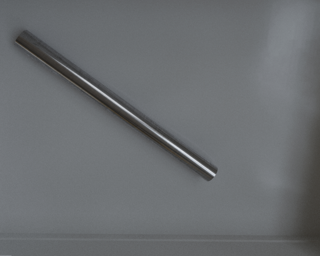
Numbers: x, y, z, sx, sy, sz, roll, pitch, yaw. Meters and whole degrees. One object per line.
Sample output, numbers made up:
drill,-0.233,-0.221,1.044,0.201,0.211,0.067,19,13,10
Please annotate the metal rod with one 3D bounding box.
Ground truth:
metal rod,-0.047,-0.021,0.402,0.301,0.025,0.025,36,106,-12
